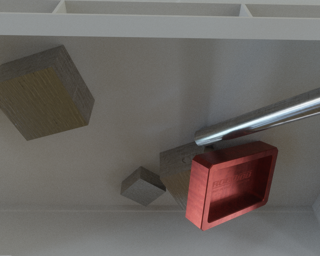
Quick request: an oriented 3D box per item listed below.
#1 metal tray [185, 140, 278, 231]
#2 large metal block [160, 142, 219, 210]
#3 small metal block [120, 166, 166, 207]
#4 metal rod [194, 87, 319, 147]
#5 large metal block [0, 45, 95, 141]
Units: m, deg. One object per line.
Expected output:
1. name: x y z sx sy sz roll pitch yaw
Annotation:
1. metal tray: 0.097 0.071 0.407 0.131 0.030 0.089 -8 112 -35
2. large metal block: 0.053 0.067 0.451 0.080 0.050 0.080 -20 128 15
3. small metal block: -0.026 0.093 0.488 0.050 0.025 0.050 32 123 -25
4. metal rod: 0.142 -0.021 0.307 0.025 0.025 0.299 32 150 -25
5. large metal block: -0.133 -0.039 0.358 0.080 0.050 0.080 -14 129 11
